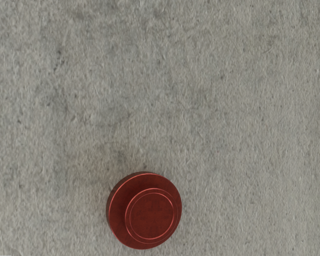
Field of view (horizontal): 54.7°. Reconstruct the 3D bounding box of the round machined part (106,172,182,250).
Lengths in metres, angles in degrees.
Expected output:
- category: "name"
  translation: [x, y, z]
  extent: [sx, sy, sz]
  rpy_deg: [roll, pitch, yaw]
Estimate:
- category: "round machined part"
  translation: [-0.016, 0.107, 0.395]
  extent: [0.099, 0.042, 0.097]
  rpy_deg: [0, 90, -21]
